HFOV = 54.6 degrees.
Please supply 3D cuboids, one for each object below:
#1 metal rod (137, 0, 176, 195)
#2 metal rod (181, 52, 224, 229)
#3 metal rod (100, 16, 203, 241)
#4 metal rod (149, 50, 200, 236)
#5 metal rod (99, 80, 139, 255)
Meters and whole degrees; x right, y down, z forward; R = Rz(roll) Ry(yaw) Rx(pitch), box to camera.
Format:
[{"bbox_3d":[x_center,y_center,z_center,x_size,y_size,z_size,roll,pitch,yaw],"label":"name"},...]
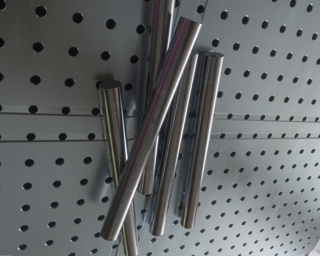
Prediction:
[{"bbox_3d":[-0.007,-0.040,0.381,0.025,0.025,0.298,-8,122,-24],"label":"metal rod"},{"bbox_3d":[0.058,0.036,0.464,0.025,0.025,0.298,-10,123,-23],"label":"metal rod"},{"bbox_3d":[-0.019,0.017,0.376,0.025,0.025,0.298,8,114,-32],"label":"metal rod"},{"bbox_3d":[0.015,0.038,0.441,0.025,0.025,0.298,-6,121,-26],"label":"metal rod"},{"bbox_3d":[-0.051,0.076,0.429,0.025,0.025,0.298,-15,125,-20],"label":"metal rod"}]
